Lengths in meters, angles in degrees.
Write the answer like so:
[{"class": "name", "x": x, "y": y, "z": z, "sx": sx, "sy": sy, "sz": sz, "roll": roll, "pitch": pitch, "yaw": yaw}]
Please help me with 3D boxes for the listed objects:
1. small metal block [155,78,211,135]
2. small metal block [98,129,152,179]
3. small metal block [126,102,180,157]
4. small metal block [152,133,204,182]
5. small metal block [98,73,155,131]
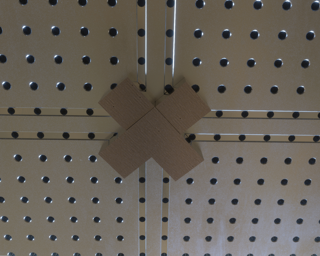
[{"class": "small metal block", "x": 0.030, "y": -0.029, "z": 0.403, "sx": 0.050, "sy": 0.025, "sz": 0.050, "roll": -39, "pitch": 106, "yaw": 13}, {"class": "small metal block", "x": -0.047, "y": 0.033, "z": 0.425, "sx": 0.050, "sy": 0.025, "sz": 0.050, "roll": -39, "pitch": 106, "yaw": 13}, {"class": "small metal block", "x": -0.009, "y": 0.002, "z": 0.413, "sx": 0.050, "sy": 0.025, "sz": 0.050, "roll": -39, "pitch": 106, "yaw": 13}, {"class": "small metal block", "x": 0.024, "y": 0.037, "z": 0.427, "sx": 0.050, "sy": 0.025, "sz": 0.050, "roll": -39, "pitch": 106, "yaw": 13}, {"class": "small metal block", "x": -0.042, "y": -0.034, "z": 0.400, "sx": 0.050, "sy": 0.025, "sz": 0.050, "roll": -39, "pitch": 106, "yaw": 13}]
